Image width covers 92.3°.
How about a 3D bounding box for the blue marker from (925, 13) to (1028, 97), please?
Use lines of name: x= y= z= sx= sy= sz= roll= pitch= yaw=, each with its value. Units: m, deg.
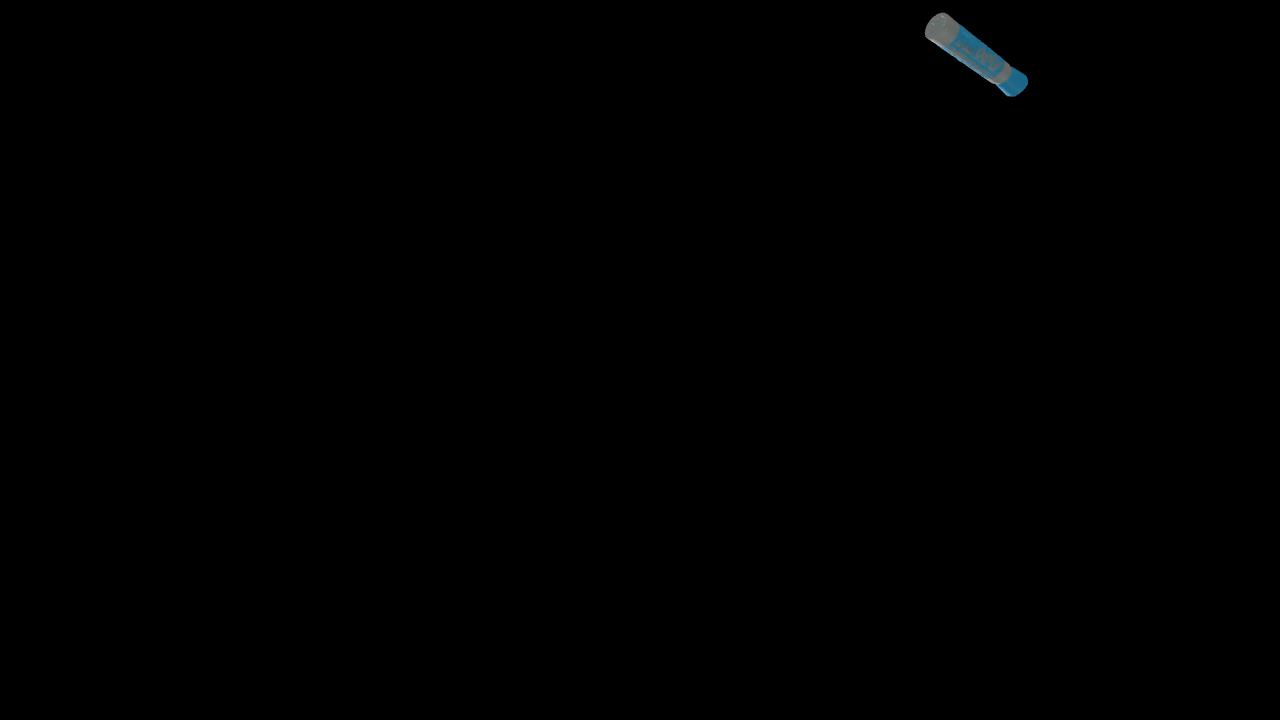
blue marker: x=0.268 y=-0.237 z=0.484 sx=0.121 sy=0.020 sz=0.020 roll=10 pitch=-5 yaw=-32
